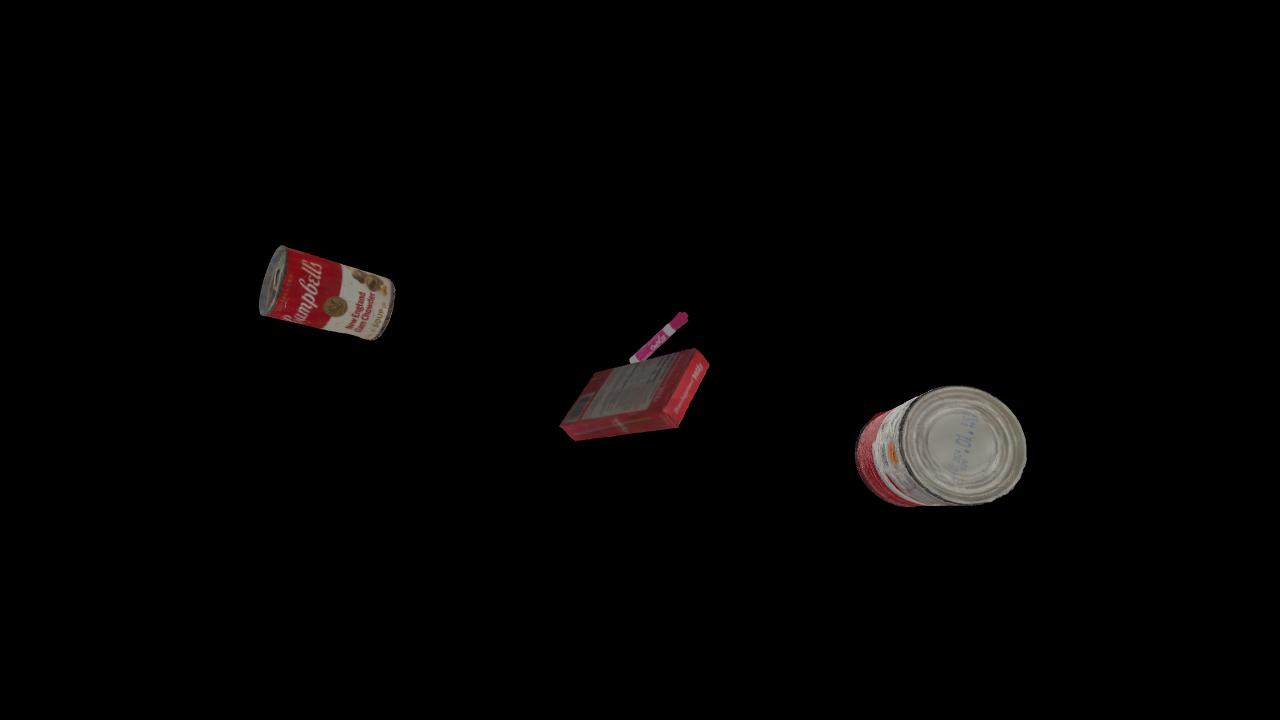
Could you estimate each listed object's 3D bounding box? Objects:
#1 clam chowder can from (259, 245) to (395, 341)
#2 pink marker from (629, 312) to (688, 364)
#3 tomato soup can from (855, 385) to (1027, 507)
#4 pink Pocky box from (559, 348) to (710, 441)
[{"bbox_3d":[-0.300,-0.062,0.594,0.102,0.068,0.068,17,-11,-42],"label":"clam chowder can"},{"bbox_3d":[0.029,-0.031,0.924,0.121,0.020,0.020,-43,-24,29],"label":"pink marker"},{"bbox_3d":[0.178,0.056,0.378,0.068,0.068,0.101,0,-13,6],"label":"tomato soup can"},{"bbox_3d":[-0.008,0.038,0.625,0.155,0.029,0.084,-14,34,44],"label":"pink Pocky box"}]
